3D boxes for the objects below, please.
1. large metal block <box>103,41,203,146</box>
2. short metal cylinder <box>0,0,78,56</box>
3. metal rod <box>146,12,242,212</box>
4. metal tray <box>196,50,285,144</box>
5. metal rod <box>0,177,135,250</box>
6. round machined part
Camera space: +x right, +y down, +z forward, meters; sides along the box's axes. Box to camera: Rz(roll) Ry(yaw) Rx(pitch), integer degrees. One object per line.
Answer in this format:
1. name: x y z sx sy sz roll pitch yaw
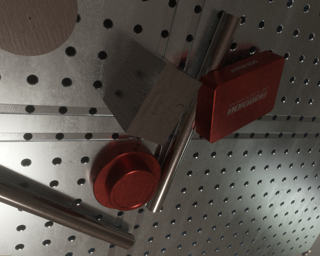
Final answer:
1. large metal block: -0.012 -0.040 0.346 0.050 0.080 0.080 22 107 -37
2. short metal cylinder: -0.117 -0.108 0.265 0.081 0.050 0.079 -14 125 -21
3. metal rod: 0.039 -0.007 0.429 0.025 0.025 0.298 7 115 -32
4. metal tray: 0.109 -0.044 0.422 0.131 0.030 0.089 -25 134 -27
5. metal rod: -0.139 0.108 0.402 0.025 0.025 0.301 -47 130 4
6. round machined part: -0.042 0.074 0.424 0.099 0.042 0.097 -14 125 -21
